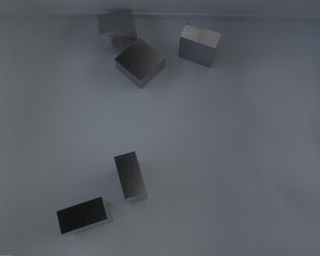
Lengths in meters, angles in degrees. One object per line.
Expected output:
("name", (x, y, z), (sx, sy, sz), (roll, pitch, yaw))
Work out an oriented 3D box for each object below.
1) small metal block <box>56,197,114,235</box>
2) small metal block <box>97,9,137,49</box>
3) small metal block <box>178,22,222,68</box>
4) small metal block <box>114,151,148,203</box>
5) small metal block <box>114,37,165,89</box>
("small metal block", (-0.085, 0.102, 0.358), (0.050, 0.050, 0.025), (-17, 71, -7))
("small metal block", (-0.063, -0.146, 0.454), (0.050, 0.025, 0.050), (-11, 52, -4))
("small metal block", (0.055, -0.116, 0.440), (0.050, 0.050, 0.025), (21, 72, 7))
("small metal block", (-0.034, 0.061, 0.374), (0.025, 0.050, 0.050), (-16, 71, -6))
("small metal block", (-0.028, -0.093, 0.443), (0.050, 0.025, 0.050), (41, 75, 13))
